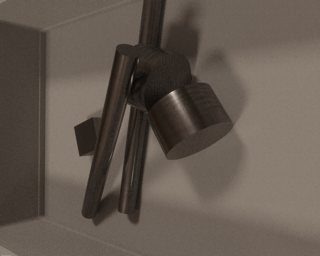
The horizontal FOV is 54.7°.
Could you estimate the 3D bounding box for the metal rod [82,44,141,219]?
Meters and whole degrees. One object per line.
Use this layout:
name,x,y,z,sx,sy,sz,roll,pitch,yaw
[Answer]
metal rod,-0.073,0.029,0.404,0.025,0.025,0.298,48,137,29

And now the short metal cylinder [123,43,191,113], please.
short metal cylinder,-0.007,-0.057,0.375,0.050,0.081,0.079,27,107,36

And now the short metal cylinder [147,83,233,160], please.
short metal cylinder,0.033,-0.006,0.343,0.080,0.081,0.050,-40,66,32

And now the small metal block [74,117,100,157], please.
small metal block,-0.108,0.014,0.493,0.050,0.025,0.050,-22,76,37

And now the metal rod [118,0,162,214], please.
metal rod,-0.028,-0.028,0.427,0.025,0.025,0.298,13,98,39
